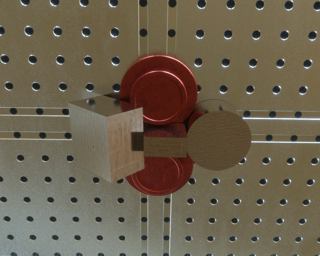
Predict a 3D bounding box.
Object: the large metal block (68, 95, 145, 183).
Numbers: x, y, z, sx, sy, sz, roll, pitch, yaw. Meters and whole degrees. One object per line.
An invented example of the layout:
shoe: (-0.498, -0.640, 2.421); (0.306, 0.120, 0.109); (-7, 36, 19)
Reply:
large metal block: (-0.066, 0.010, 0.381); (0.050, 0.080, 0.079); (-19, 118, -41)

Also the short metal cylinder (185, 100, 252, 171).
short metal cylinder: (0.072, 0.008, 0.402); (0.081, 0.050, 0.079); (0, 110, 0)

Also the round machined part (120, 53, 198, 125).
round machined part: (-0.002, -0.042, 0.389); (0.099, 0.042, 0.097); (0, 110, 0)

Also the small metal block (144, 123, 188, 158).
small metal block: (0.006, 0.014, 0.381); (0.050, 0.050, 0.025); (1, 110, -1)

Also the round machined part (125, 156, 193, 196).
round machined part: (-0.003, 0.052, 0.423); (0.099, 0.042, 0.097); (0, 110, 0)
